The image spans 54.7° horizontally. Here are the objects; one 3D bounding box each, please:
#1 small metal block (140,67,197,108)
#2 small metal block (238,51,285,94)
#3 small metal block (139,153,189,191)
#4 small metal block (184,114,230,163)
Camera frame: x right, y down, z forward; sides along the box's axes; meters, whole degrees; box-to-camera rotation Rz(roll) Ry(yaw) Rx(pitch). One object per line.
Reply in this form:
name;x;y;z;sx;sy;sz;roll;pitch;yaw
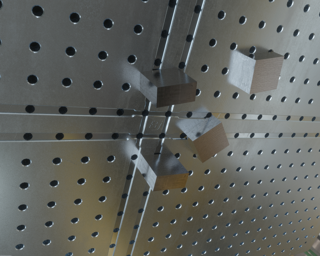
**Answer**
small metal block;0.009;-0.050;0.371;0.050;0.050;0.025;-11;124;-23
small metal block;0.144;-0.080;0.443;0.050;0.025;0.050;-12;124;-22
small metal block;0.005;0.061;0.437;0.050;0.050;0.025;-1;119;-28
small metal block;0.071;0.016;0.462;0.050;0.025;0.050;-33;129;-7
